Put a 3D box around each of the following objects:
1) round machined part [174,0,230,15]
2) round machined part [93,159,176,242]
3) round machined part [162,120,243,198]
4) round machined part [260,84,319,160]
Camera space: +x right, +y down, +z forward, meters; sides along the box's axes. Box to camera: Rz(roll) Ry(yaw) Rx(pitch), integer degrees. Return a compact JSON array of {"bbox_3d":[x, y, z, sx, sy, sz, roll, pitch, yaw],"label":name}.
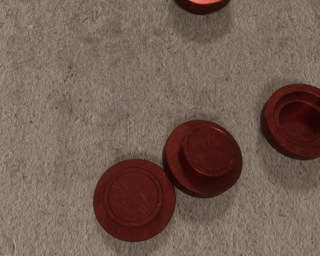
[{"bbox_3d":[0.064,-0.216,0.479,0.099,0.042,0.098,0,70,-1],"label":"round machined part"},{"bbox_3d":[-0.030,0.084,0.368,0.099,0.042,0.098,0,70,-1],"label":"round machined part"},{"bbox_3d":[0.055,0.032,0.377,0.099,0.042,0.098,5,62,-10],"label":"round machined part"},{"bbox_3d":[0.180,-0.005,0.403,0.099,0.042,0.098,0,70,-1],"label":"round machined part"}]
